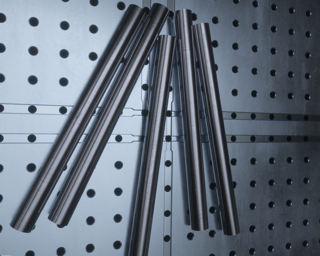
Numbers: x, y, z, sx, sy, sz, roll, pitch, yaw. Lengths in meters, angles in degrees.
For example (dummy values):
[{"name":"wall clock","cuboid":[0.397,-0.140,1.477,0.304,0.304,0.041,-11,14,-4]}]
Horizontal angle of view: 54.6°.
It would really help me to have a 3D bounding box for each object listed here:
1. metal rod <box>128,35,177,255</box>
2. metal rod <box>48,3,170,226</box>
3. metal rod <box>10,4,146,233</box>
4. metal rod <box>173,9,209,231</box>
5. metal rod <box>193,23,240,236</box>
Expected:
[{"name":"metal rod","cuboid":[-0.010,0.027,0.409,0.025,0.025,0.299,9,87,-20]},{"name":"metal rod","cuboid":[-0.060,-0.024,0.391,0.025,0.025,0.299,27,81,-18]},{"name":"metal rod","cuboid":[-0.094,-0.019,0.377,0.025,0.025,0.299,29,80,-18]},{"name":"metal rod","cuboid":[0.043,-0.009,0.428,0.025,0.025,0.298,-5,92,-20]},{"name":"metal rod","cuboid":[0.080,0.004,0.441,0.025,0.025,0.298,-11,94,-20]}]
